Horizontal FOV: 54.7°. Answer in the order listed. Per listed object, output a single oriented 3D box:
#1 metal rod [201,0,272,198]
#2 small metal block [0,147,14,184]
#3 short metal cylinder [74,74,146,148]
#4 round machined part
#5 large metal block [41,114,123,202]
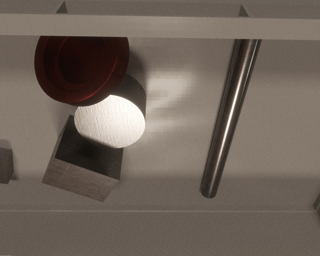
[{"bbox_3d":[0.088,-0.010,0.401,0.025,0.025,0.298,3,130,-3],"label":"metal rod"},{"bbox_3d":[-0.245,0.053,0.451,0.050,0.025,0.050,11,129,-10],"label":"small metal block"},{"bbox_3d":[-0.057,-0.021,0.374,0.081,0.050,0.079,0,130,0],"label":"short metal cylinder"},{"bbox_3d":[-0.074,-0.069,0.314,0.098,0.098,0.042,-23,165,18],"label":"round machined part"},{"bbox_3d":[-0.096,0.039,0.405,0.080,0.080,0.050,24,126,-19],"label":"large metal block"}]
